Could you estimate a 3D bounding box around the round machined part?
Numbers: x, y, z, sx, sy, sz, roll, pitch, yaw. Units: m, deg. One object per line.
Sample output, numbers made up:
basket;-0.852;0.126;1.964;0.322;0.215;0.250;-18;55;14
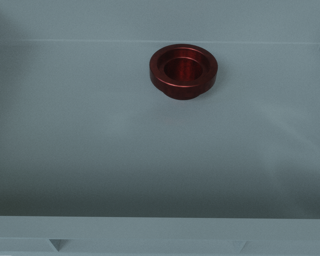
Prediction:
round machined part;0.034;-0.079;0.461;0.099;0.042;0.098;0;50;0
